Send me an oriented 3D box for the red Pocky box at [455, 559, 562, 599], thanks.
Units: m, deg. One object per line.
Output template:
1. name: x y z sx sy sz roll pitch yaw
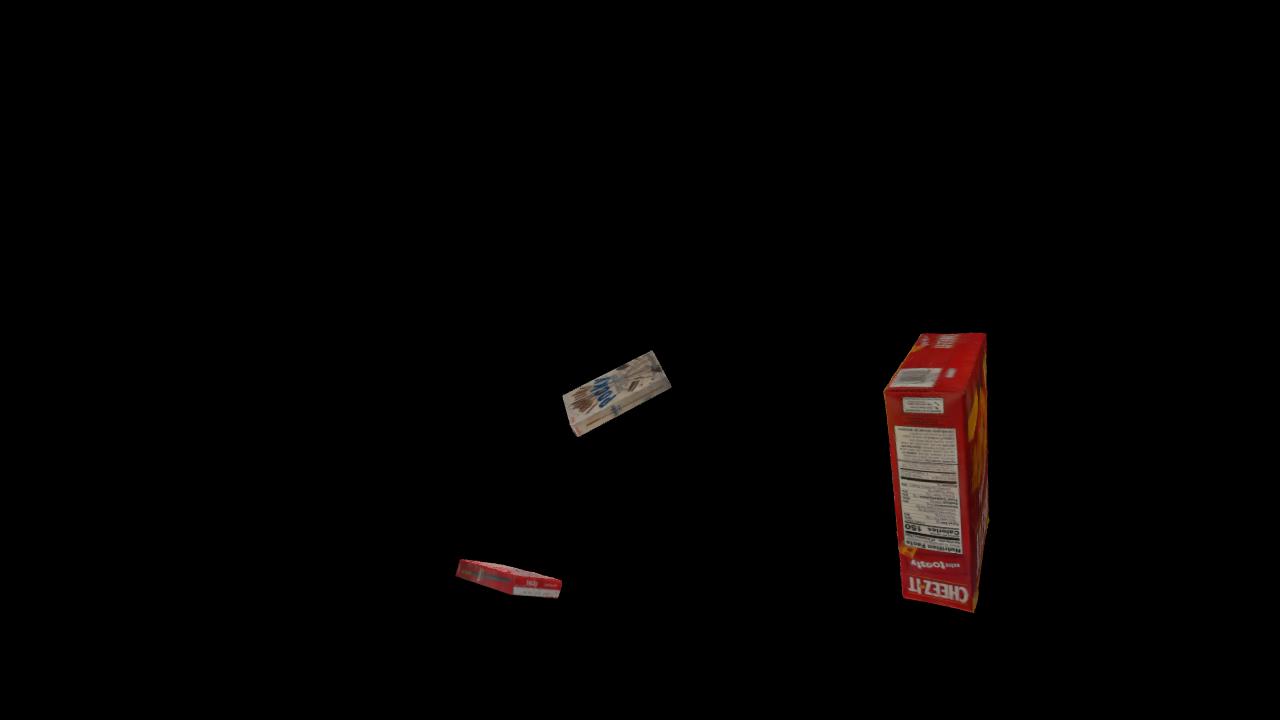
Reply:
1. red Pocky box: -0.193 0.316 0.891 0.155 0.028 0.083 -7 -22 45

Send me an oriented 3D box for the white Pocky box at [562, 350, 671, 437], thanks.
1. white Pocky box: -0.036 0.047 0.899 0.154 0.028 0.084 -27 33 0

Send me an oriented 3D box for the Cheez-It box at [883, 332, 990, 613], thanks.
1. Cheez-It box: 0.299 0.101 0.605 0.071 0.223 0.166 1 20 35
